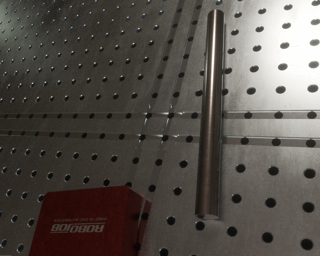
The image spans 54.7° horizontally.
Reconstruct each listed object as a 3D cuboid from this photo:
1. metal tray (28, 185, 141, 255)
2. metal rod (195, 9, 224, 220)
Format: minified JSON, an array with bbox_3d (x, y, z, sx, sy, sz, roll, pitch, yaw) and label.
[{"bbox_3d":[-0.091,0.122,0.377,0.130,0.030,0.090,-9,58,23],"label":"metal tray"},{"bbox_3d":[0.067,-0.038,0.395,0.025,0.025,0.299,-6,59,24],"label":"metal rod"}]
